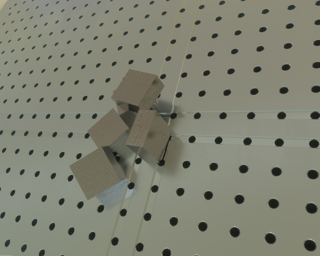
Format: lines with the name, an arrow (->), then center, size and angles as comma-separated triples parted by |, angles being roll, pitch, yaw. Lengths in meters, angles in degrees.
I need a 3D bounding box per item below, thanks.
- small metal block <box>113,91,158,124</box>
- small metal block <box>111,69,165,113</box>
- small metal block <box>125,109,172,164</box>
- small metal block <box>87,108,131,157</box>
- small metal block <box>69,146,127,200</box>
small metal block -> -0.037, -0.042, 0.454 | 0.050, 0.025, 0.050 | -27, 52, 11
small metal block -> -0.030, -0.049, 0.424 | 0.050, 0.025, 0.050 | 19, 72, 35
small metal block -> -0.013, 0.011, 0.393 | 0.025, 0.050, 0.050 | 6, 65, 31
small metal block -> -0.068, 0.008, 0.440 | 0.050, 0.025, 0.050 | -42, 51, 0
small metal block -> -0.080, 0.057, 0.402 | 0.050, 0.025, 0.050 | -31, 84, 8
